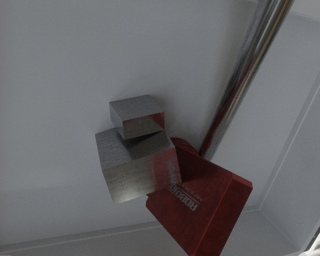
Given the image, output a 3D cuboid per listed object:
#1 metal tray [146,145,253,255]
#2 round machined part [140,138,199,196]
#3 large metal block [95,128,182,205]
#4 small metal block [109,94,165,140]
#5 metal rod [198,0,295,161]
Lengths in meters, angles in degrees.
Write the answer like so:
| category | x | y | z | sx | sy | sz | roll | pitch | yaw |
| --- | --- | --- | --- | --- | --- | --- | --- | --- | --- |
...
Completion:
| category | x | y | z | sx | sy | sz | roll | pitch | yaw |
| --- | --- | --- | --- | --- | --- | --- | --- | --- | --- |
| metal tray | 0.037 | 0.078 | 0.355 | 0.030 | 0.130 | 0.090 | 28 | 88 | -25 |
| round machined part | 0.018 | 0.066 | 0.450 | 0.099 | 0.042 | 0.097 | -14 | 125 | -21 |
| large metal block | -0.028 | 0.035 | 0.371 | 0.081 | 0.080 | 0.050 | -17 | 120 | -9 |
| small metal block | -0.028 | -0.014 | 0.369 | 0.050 | 0.050 | 0.025 | -14 | 124 | -21 |
| metal rod | 0.081 | -0.033 | 0.351 | 0.025 | 0.025 | 0.299 | -21 | 153 | -16 |
